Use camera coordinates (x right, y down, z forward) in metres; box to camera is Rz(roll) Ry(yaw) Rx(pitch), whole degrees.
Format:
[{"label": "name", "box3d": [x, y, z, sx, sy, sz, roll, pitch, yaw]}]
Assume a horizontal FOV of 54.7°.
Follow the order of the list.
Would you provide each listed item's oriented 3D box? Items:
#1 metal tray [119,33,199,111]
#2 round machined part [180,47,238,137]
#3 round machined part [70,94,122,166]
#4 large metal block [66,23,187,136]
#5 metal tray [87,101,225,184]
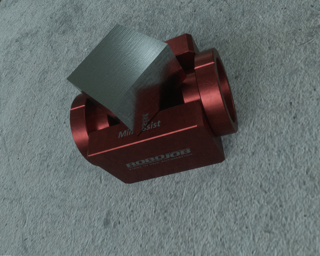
[{"label": "metal tray", "box3d": [-0.005, -0.060, 0.403, 0.130, 0.090, 0.030, -17, 55, 18]}, {"label": "round machined part", "box3d": [0.055, -0.037, 0.352, 0.042, 0.098, 0.098, -15, 56, 20]}, {"label": "round machined part", "box3d": [-0.066, -0.003, 0.393, 0.042, 0.098, 0.098, -15, 56, 20]}, {"label": "large metal block", "box3d": [-0.034, -0.052, 0.319, 0.080, 0.050, 0.080, 34, 80, 38]}, {"label": "metal tray", "box3d": [-0.003, 0.022, 0.348, 0.130, 0.090, 0.030, -16, 56, 18]}]
